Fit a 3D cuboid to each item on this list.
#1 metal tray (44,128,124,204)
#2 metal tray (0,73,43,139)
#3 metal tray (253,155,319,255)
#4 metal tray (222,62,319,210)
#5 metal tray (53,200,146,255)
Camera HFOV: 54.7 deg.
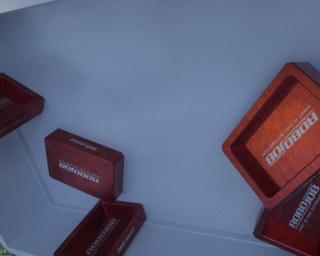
[{"bbox_3d":[-0.125,0.062,0.510,0.130,0.030,0.089,19,126,17],"label":"metal tray"},{"bbox_3d":[-0.252,-0.028,0.456,0.090,0.131,0.030,31,128,8],"label":"metal tray"},{"bbox_3d":[0.176,0.099,0.373,0.090,0.030,0.129,20,126,16],"label":"metal tray"},{"bbox_3d":[0.129,0.010,0.315,0.090,0.030,0.129,56,136,29],"label":"metal tray"},{"bbox_3d":[-0.091,0.171,0.495,0.090,0.131,0.030,0,118,28],"label":"metal tray"}]
